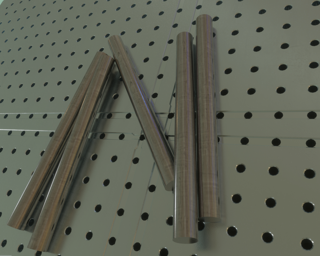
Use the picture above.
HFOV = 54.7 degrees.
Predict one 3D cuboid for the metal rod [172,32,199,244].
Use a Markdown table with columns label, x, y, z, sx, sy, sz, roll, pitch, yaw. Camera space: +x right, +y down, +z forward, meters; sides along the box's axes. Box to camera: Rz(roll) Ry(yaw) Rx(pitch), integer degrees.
| label | x | y | z | sx | sy | sz | roll | pitch | yaw |
| --- | --- | --- | --- | --- | --- | --- | --- | --- | --- |
| metal rod | 0.031 | -0.014 | 0.385 | 0.025 | 0.025 | 0.300 | -12 | 52 | 21 |

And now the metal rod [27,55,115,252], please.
| label | x | y | z | sx | sy | sz | roll | pitch | yaw |
| --- | --- | --- | --- | --- | --- | --- | --- | --- | --- |
| metal rod | -0.121 | 0.021 | 0.450 | 0.025 | 0.025 | 0.299 | 2 | 64 | 28 |

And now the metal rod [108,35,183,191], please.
| label | x | y | z | sx | sy | sz | roll | pitch | yaw |
| --- | --- | --- | --- | --- | --- | --- | --- | --- | --- |
| metal rod | -0.031 | -0.043 | 0.448 | 0.025 | 0.025 | 0.300 | -30 | 52 | 8 |

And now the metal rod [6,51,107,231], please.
| label | x | y | z | sx | sy | sz | roll | pitch | yaw |
| --- | --- | --- | --- | --- | --- | --- | --- | --- | --- |
| metal rod | -0.148 | 0.007 | 0.479 | 0.025 | 0.025 | 0.300 | 8 | 65 | 31 |

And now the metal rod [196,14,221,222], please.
| label | x | y | z | sx | sy | sz | roll | pitch | yaw |
| --- | --- | --- | --- | --- | --- | --- | --- | --- | --- |
| metal rod | 0.059 | -0.034 | 0.397 | 0.025 | 0.025 | 0.299 | -10 | 57 | 22 |
